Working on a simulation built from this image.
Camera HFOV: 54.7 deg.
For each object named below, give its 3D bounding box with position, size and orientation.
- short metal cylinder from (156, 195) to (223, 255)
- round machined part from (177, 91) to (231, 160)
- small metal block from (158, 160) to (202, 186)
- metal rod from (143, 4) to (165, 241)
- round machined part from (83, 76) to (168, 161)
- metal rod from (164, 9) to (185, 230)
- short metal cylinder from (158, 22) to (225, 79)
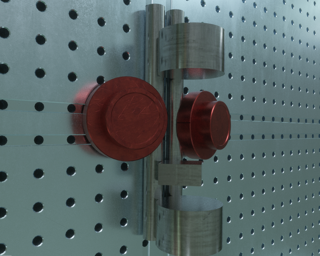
[{"bbox_3d":[0.035,0.115,0.375,0.081,0.080,0.050,1,90,-40],"label":"short metal cylinder"},{"bbox_3d":[0.068,-0.004,0.437,0.099,0.042,0.097,-1,91,-55],"label":"round machined part"},{"bbox_3d":[0.027,0.055,0.385,0.050,0.050,0.025,6,85,-82],"label":"small metal block"},{"bbox_3d":[-0.008,-0.008,0.401,0.025,0.025,0.298,1,89,-40],"label":"metal rod"},{"bbox_3d":[-0.034,-0.010,0.353,0.099,0.042,0.097,0,90,-26],"label":"round machined part"},{"bbox_3d":[0.019,-0.009,0.424,0.025,0.025,0.298,1,89,-40],"label":"metal rod"},{"bbox_3d":[0.038,-0.090,0.376,0.081,0.080,0.050,1,90,-40],"label":"short metal cylinder"}]
